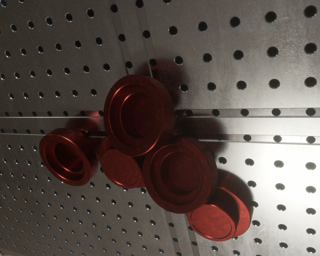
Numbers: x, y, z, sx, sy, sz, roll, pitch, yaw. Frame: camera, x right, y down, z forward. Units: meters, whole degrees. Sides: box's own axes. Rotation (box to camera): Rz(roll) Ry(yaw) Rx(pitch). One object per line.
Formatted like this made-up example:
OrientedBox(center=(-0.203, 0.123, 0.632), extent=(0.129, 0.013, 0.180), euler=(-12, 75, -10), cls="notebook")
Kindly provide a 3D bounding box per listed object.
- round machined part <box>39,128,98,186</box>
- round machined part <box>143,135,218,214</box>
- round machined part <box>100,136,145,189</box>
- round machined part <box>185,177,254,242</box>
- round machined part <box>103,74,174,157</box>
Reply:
OrientedBox(center=(-0.141, 0.042, 0.498), extent=(0.098, 0.042, 0.097), euler=(13, 124, 20), cls="round machined part")
OrientedBox(center=(0.029, 0.058, 0.403), extent=(0.098, 0.042, 0.097), euler=(2, 93, 31), cls="round machined part")
OrientedBox(center=(-0.047, 0.050, 0.454), extent=(0.098, 0.042, 0.097), euler=(13, 124, 20), cls="round machined part")
OrientedBox(center=(0.077, 0.119, 0.432), extent=(0.098, 0.042, 0.097), euler=(13, 124, 20), cls="round machined part")
OrientedBox(center=(-0.022, -0.015, 0.384), extent=(0.098, 0.042, 0.097), euler=(1, 92, 38), cls="round machined part")
